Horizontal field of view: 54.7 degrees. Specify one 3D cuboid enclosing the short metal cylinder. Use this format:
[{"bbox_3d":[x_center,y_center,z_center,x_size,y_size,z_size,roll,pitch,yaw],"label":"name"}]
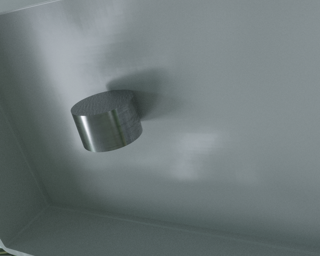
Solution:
[{"bbox_3d":[-0.067,-0.011,0.400,0.080,0.080,0.050,1,119,27],"label":"short metal cylinder"}]
